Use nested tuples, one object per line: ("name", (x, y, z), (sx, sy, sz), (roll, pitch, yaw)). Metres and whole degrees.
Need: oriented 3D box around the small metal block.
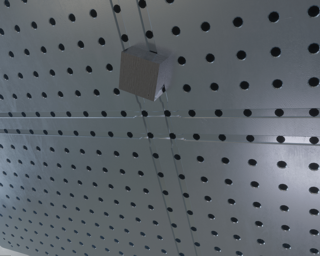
("small metal block", (-0.021, -0.067, 0.382), (0.050, 0.025, 0.050), (21, 127, 15))
